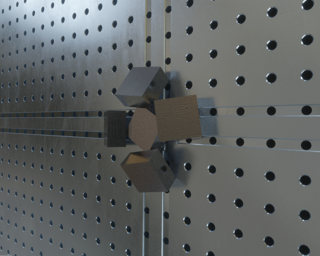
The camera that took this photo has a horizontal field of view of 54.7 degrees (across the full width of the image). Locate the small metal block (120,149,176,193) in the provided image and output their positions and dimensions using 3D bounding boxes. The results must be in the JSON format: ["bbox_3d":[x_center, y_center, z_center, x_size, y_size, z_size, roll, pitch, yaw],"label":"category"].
[{"bbox_3d":[-0.015,0.057,0.404,0.050,0.025,0.050,-11,119,39],"label":"small metal block"}]

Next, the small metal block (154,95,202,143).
[{"bbox_3d":[0.022,-0.010,0.374,0.050,0.025,0.050,-8,84,4],"label":"small metal block"}]

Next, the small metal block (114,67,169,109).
[{"bbox_3d":[-0.024,-0.054,0.411,0.050,0.025,0.050,8,59,39],"label":"small metal block"}]

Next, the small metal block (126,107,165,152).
[{"bbox_3d":[-0.014,0.000,0.419,0.050,0.025,0.050,38,113,33],"label":"small metal block"}]

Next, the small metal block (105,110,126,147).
[{"bbox_3d":[-0.065,0.001,0.446,0.050,0.025,0.050,180,90,-74],"label":"small metal block"}]
